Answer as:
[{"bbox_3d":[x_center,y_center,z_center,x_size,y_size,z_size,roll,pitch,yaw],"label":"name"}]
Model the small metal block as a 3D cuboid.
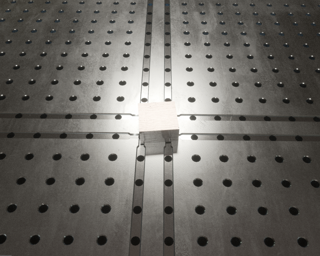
[{"bbox_3d":[-0.003,-0.008,0.414,0.050,0.025,0.050,-4,50,-4],"label":"small metal block"}]
